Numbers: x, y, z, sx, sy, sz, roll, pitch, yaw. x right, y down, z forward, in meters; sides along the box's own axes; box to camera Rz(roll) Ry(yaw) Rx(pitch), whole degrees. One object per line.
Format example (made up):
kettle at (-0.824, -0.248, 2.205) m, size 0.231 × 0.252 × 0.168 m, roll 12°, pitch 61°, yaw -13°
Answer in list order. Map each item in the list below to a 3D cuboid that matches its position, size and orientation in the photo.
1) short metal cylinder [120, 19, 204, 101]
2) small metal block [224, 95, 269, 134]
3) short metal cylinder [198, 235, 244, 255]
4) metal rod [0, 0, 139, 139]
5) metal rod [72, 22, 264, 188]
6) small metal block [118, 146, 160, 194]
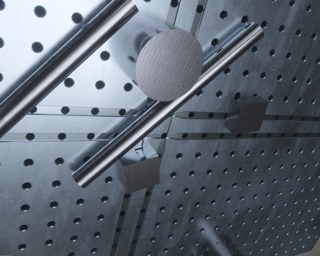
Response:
short metal cylinder at (0.001, -0.077, 0.348) m, size 0.081 × 0.050 × 0.079 m, roll -14°, pitch 124°, yaw -21°
small metal block at (0.130, -0.021, 0.470) m, size 0.050 × 0.025 × 0.050 m, roll -6°, pitch 121°, yaw -26°
short metal cylinder at (0.123, 0.264, 0.626) m, size 0.081 × 0.050 × 0.079 m, roll -14°, pitch 124°, yaw -21°
metal rod at (-0.141, -0.027, 0.317) m, size 0.300 × 0.025 × 0.025 m, roll -42°, pitch 130°, yaw 1°
metal rod at (0.011, -0.030, 0.398) m, size 0.300 × 0.025 × 0.025 m, roll -40°, pitch 130°, yaw -1°
small metal block at (-0.029, 0.059, 0.432) m, size 0.050 × 0.025 × 0.050 m, roll -16°, pitch 125°, yaw -20°
